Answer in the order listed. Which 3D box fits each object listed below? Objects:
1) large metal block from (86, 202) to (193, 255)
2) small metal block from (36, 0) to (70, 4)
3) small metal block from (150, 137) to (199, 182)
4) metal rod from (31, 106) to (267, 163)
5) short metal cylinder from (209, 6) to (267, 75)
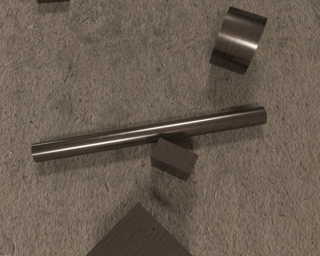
[{"bbox_3d":[-0.023,0.142,0.343,0.080,0.050,0.080,42,75,13],"label":"large metal block"},{"bbox_3d":[-0.171,-0.227,0.489,0.050,0.025,0.050,-6,70,-3],"label":"small metal block"},{"bbox_3d":[0.017,0.040,0.380,0.050,0.050,0.025,24,72,8],"label":"small metal block"},{"bbox_3d":[-0.010,0.007,0.405,0.302,0.025,0.025,-9,71,-4],"label":"metal rod"},{"bbox_3d":[0.106,-0.119,0.424,0.050,0.080,0.080,21,71,7],"label":"short metal cylinder"}]
